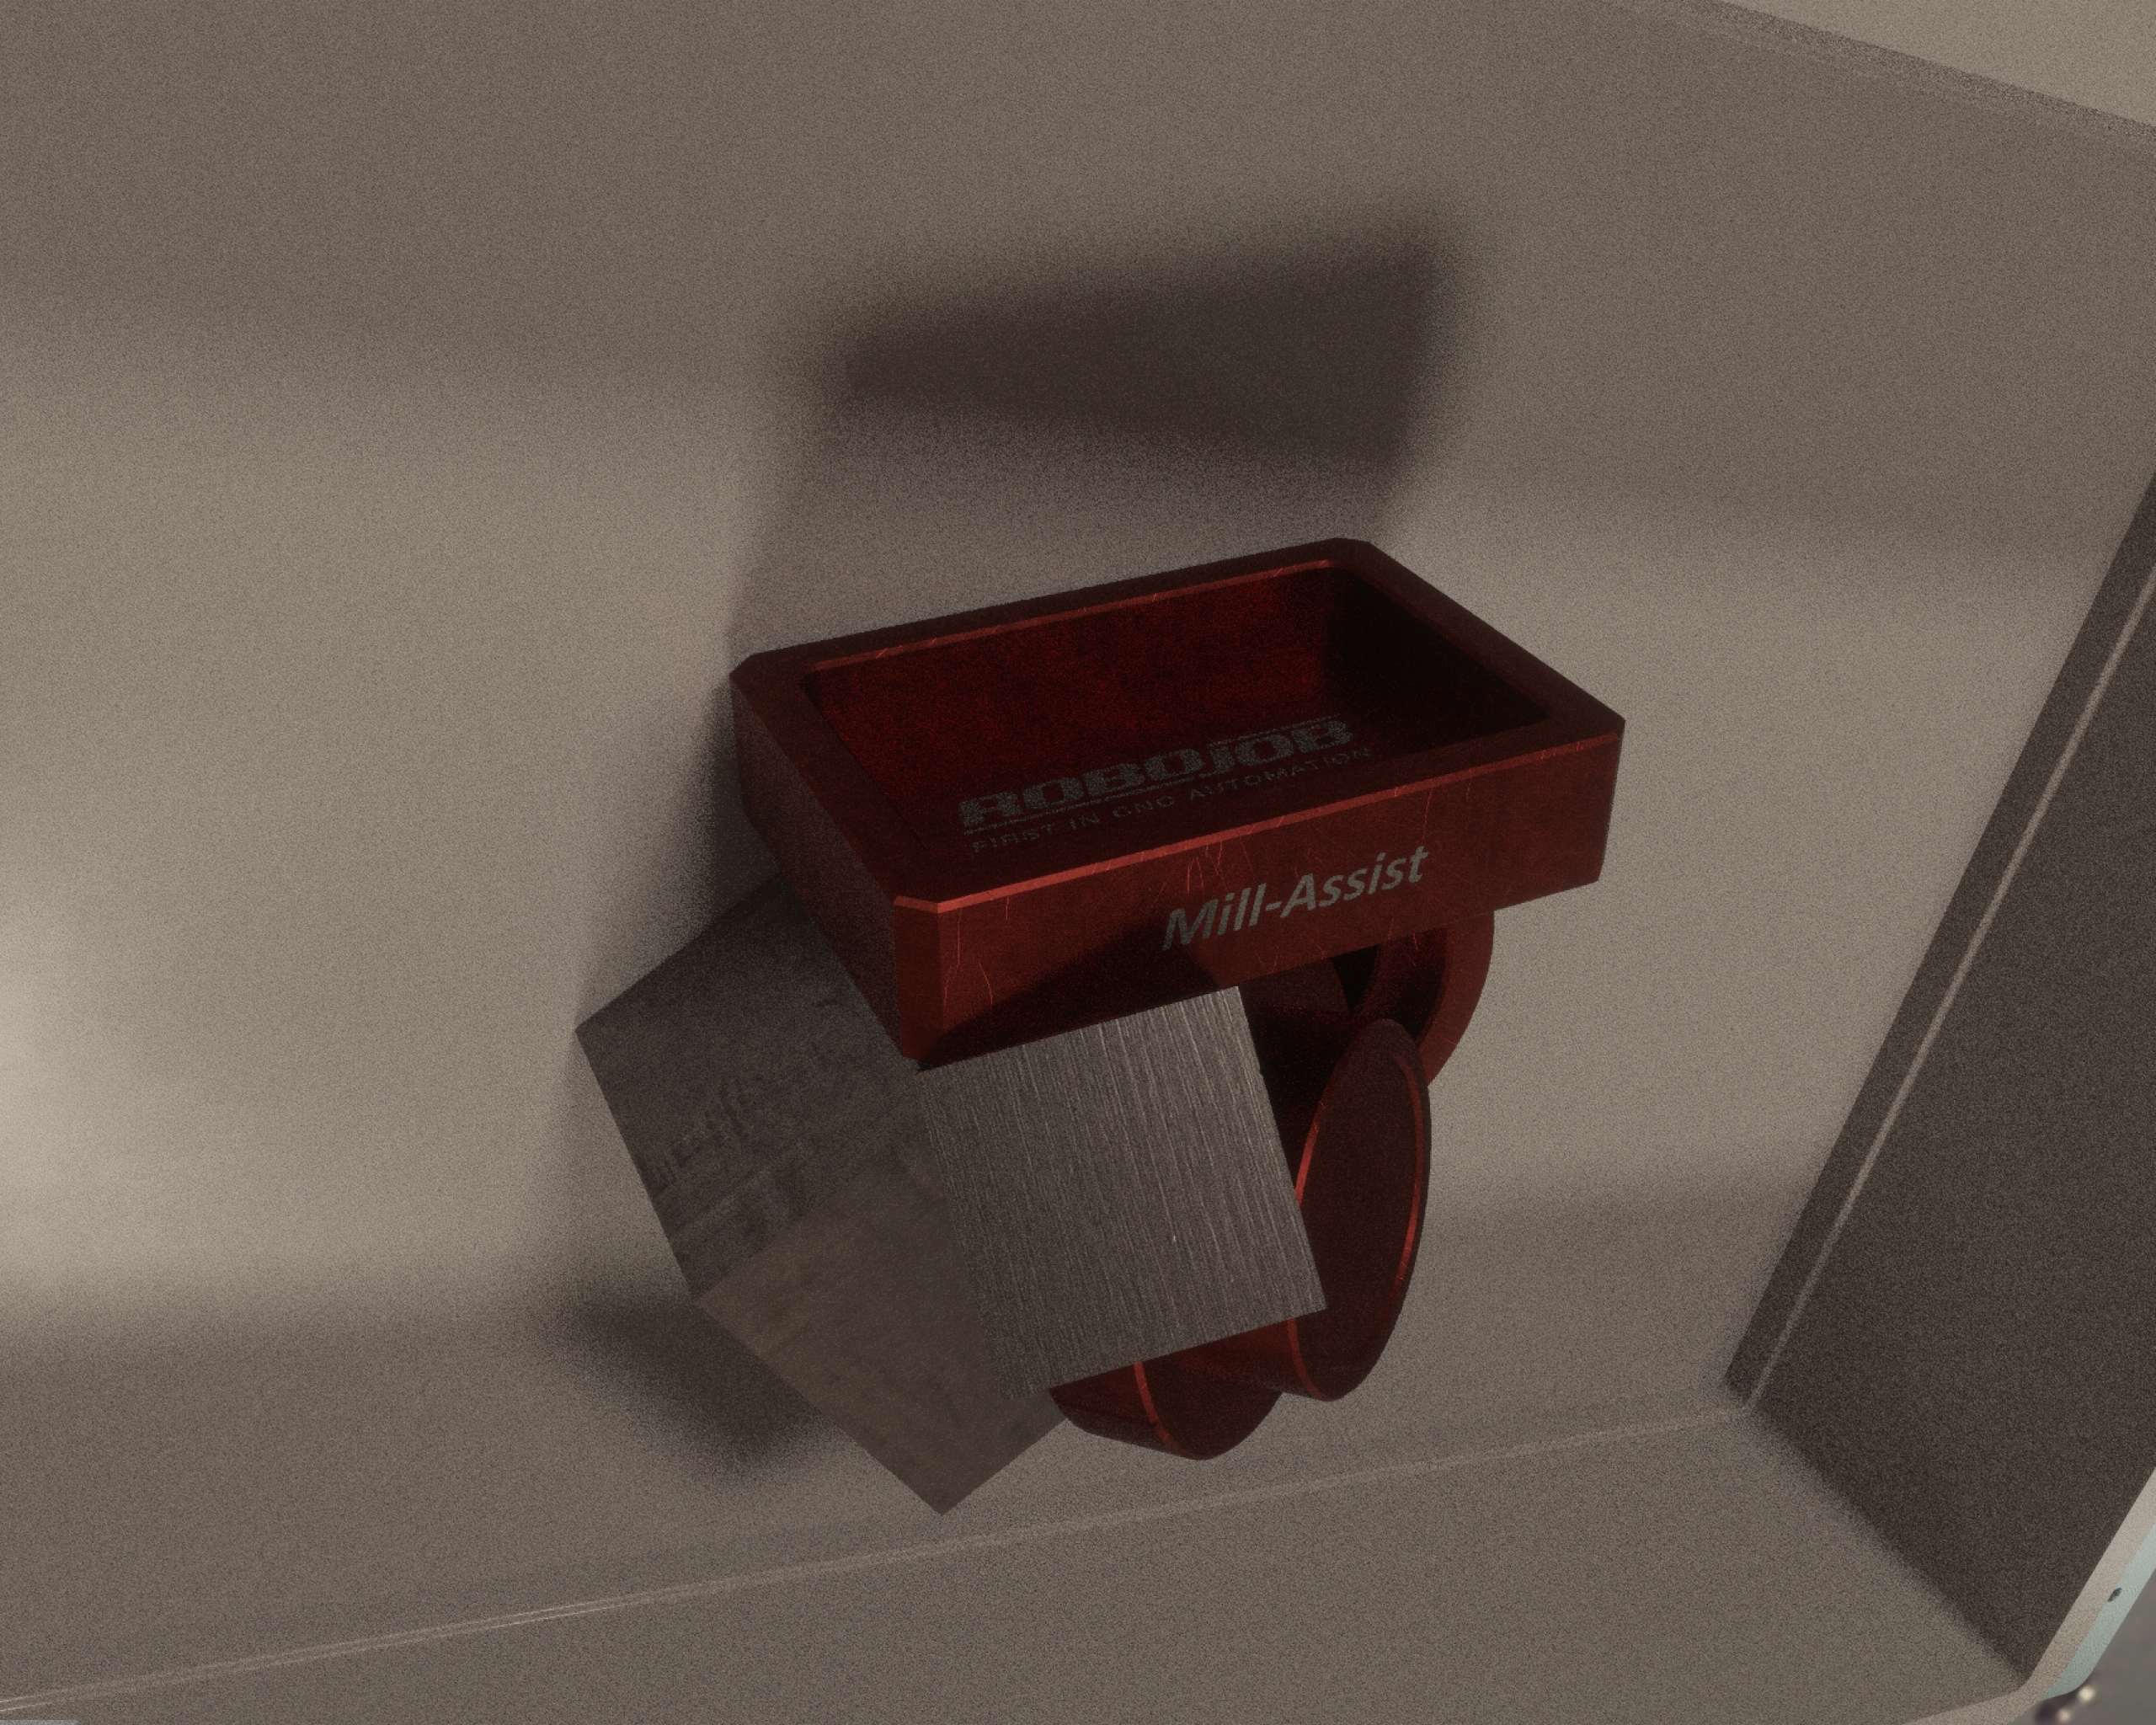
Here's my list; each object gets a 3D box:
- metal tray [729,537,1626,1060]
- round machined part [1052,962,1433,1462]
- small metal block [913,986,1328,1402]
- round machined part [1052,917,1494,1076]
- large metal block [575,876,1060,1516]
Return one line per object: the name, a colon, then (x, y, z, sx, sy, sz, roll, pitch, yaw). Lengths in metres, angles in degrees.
metal tray: (0.016, -0.017, 0.364, 0.131, 0.090, 0.030, -14, 125, -21)
round machined part: (0.033, 0.059, 0.377, 0.099, 0.042, 0.097, -21, 114, -59)
small metal block: (0.006, 0.050, 0.322, 0.050, 0.025, 0.050, -15, 87, -5)
round machined part: (0.033, 0.018, 0.428, 0.099, 0.042, 0.097, -14, 125, -21)
large metal block: (-0.040, 0.060, 0.388, 0.050, 0.080, 0.080, -38, 130, -3)
